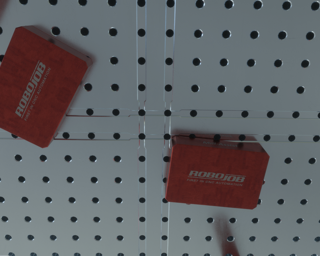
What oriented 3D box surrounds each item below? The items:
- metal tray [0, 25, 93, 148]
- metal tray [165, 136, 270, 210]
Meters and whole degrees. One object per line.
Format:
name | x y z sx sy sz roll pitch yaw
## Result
metal tray | -0.155 -0.049 0.390 0.090 0.030 0.129 29 107 -11
metal tray | 0.077 0.064 0.435 0.131 0.030 0.089 6 110 -3
